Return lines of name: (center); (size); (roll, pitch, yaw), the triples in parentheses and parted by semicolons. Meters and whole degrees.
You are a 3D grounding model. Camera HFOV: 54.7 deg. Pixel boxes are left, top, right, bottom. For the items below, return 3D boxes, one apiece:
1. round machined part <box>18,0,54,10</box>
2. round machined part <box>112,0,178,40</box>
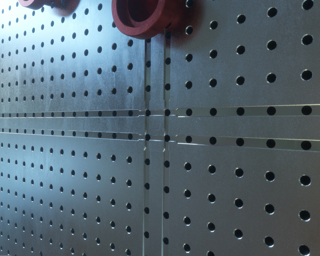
round machined part: (-0.227, -0.271, 0.582); (0.098, 0.042, 0.097); (0, 90, 39)
round machined part: (-0.015, -0.166, 0.409); (0.098, 0.042, 0.097); (0, 90, 39)
